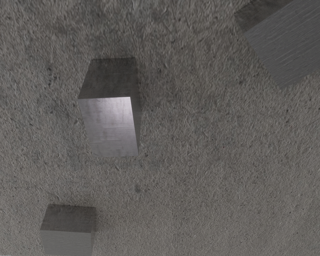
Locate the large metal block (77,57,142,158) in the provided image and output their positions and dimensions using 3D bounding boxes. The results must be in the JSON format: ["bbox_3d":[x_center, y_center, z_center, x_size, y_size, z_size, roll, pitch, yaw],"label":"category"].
[{"bbox_3d":[-0.051,-0.024,0.350,0.050,0.080,0.080,-2,130,2],"label":"large metal block"}]

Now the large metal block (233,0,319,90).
[{"bbox_3d":[0.133,-0.098,0.308,0.080,0.050,0.080,-32,124,24],"label":"large metal block"}]

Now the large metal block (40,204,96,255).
[{"bbox_3d":[-0.157,0.181,0.543,0.081,0.050,0.079,6,130,-5],"label":"large metal block"}]
